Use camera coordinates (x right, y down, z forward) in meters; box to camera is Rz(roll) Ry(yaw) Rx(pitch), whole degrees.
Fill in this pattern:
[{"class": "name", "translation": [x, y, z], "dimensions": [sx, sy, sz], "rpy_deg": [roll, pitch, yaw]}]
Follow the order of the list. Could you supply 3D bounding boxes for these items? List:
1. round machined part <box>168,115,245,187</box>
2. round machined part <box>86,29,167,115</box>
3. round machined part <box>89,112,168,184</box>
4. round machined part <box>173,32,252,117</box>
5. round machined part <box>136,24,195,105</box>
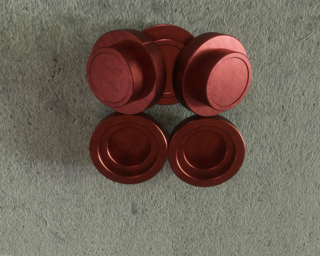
[{"class": "round machined part", "translation": [0.059, 0.026, 0.412], "dimensions": [0.099, 0.042, 0.097], "rpy_deg": [0, 110, -1]}, {"class": "round machined part", "translation": [-0.045, -0.061, 0.353], "dimensions": [0.098, 0.042, 0.097], "rpy_deg": [14, 118, 30]}, {"class": "round machined part", "translation": [-0.040, 0.022, 0.409], "dimensions": [0.099, 0.042, 0.097], "rpy_deg": [0, 110, -1]}, {"class": "round machined part", "translation": [0.067, -0.058, 0.358], "dimensions": [0.099, 0.042, 0.097], "rpy_deg": [-15, 120, -28]}, {"class": "round machined part", "translation": [0.006, -0.074, 0.374], "dimensions": [0.099, 0.042, 0.097], "rpy_deg": [0, 110, -1]}]
